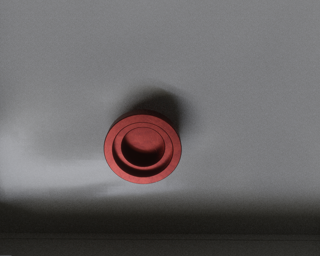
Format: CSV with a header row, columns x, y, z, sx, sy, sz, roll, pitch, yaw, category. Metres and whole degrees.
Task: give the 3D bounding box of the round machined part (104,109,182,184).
x,y,z,sx,sy,sz,roll,pitch,yaw,category
-0.022,0.021,0.410,0.099,0.042,0.097,0,110,-1,round machined part
